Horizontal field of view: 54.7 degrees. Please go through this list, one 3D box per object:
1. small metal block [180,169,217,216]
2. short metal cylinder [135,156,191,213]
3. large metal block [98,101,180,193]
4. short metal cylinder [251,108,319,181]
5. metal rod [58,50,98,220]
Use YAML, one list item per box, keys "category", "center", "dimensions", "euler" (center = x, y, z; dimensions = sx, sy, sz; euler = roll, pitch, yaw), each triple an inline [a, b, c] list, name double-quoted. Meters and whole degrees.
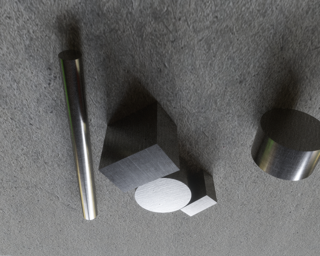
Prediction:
- category: "small metal block"
  center: [0.057, 0.099, 0.476]
  dimensions: [0.050, 0.050, 0.025]
  euler: [-36, 122, 26]
- category: "short metal cylinder"
  center: [0.004, 0.081, 0.460]
  dimensions: [0.081, 0.050, 0.079]
  euler: [0, 130, 0]
- category: "large metal block"
  center: [-0.024, 0.023, 0.390]
  dimensions: [0.080, 0.080, 0.050]
  euler: [-25, 126, 20]
- category: "short metal cylinder"
  center: [0.161, 0.019, 0.389]
  dimensions: [0.081, 0.080, 0.050]
  euler: [2, 130, -2]
- category: "metal rod"
  center: [-0.109, 0.033, 0.434]
  dimensions: [0.025, 0.025, 0.298]
  euler: [3, 130, -3]
